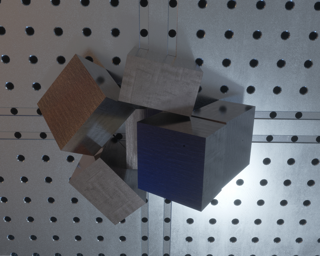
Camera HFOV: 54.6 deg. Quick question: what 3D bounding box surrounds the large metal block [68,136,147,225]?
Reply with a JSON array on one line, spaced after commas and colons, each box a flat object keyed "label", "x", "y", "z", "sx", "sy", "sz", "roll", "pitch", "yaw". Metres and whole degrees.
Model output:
[{"label": "large metal block", "x": -0.062, "y": 0.063, "z": 0.405, "sx": 0.050, "sy": 0.080, "sz": 0.080, "roll": -38, "pitch": 106, "yaw": 12}]

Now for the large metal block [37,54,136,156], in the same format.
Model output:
[{"label": "large metal block", "x": -0.089, "y": -0.026, "z": 0.367, "sx": 0.080, "sy": 0.080, "sz": 0.050, "roll": -47, "pitch": 148, "yaw": 15}]

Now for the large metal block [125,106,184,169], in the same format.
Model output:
[{"label": "large metal block", "x": -0.001, "y": 0.007, "z": 0.402, "sx": 0.080, "sy": 0.050, "sz": 0.079, "roll": 1, "pitch": 110, "yaw": -1}]

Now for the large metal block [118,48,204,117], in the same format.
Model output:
[{"label": "large metal block", "x": 0.001, "y": -0.057, "z": 0.363, "sx": 0.080, "sy": 0.080, "sz": 0.050, "roll": 12, "pitch": 110, "yaw": -4}]

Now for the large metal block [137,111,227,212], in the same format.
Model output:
[{"label": "large metal block", "x": 0.023, "y": 0.032, "z": 0.338, "sx": 0.080, "sy": 0.050, "sz": 0.079, "roll": 13, "pitch": 113, "yaw": 31}]

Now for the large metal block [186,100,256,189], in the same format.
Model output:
[{"label": "large metal block", "x": 0.074, "y": 0.016, "z": 0.382, "sx": 0.050, "sy": 0.081, "sz": 0.079, "roll": 14, "pitch": 114, "yaw": 35}]
